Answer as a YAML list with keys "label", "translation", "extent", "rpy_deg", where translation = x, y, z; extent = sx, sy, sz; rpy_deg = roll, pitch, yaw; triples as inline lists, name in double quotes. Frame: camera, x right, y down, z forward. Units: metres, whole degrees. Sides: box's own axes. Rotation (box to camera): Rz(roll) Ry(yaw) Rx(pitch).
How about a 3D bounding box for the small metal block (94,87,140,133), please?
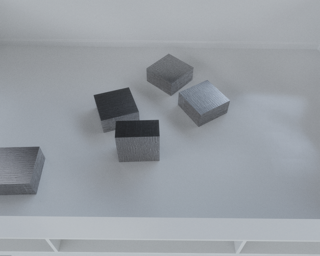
- label: "small metal block"
  translation: [-0.060, -0.025, 0.426]
  extent: [0.050, 0.025, 0.050]
  rpy_deg: [-14, 52, -12]

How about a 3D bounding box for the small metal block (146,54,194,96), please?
- label: "small metal block"
  translation: [0.015, -0.082, 0.475]
  extent: [0.050, 0.025, 0.050]
  rpy_deg: [35, 58, 25]

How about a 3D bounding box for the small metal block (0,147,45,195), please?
- label: "small metal block"
  translation: [-0.168, 0.050, 0.361]
  extent: [0.050, 0.025, 0.050]
  rpy_deg: [-1, 50, -2]

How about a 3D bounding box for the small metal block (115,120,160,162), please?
- label: "small metal block"
  translation: [-0.026, 0.016, 0.375]
  extent: [0.050, 0.050, 0.025]
  rpy_deg: [-2, 50, -2]

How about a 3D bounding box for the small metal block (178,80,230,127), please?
- label: "small metal block"
  translation: [0.061, -0.036, 0.436]
  extent: [0.050, 0.025, 0.050]
  rpy_deg: [-26, 55, -21]
